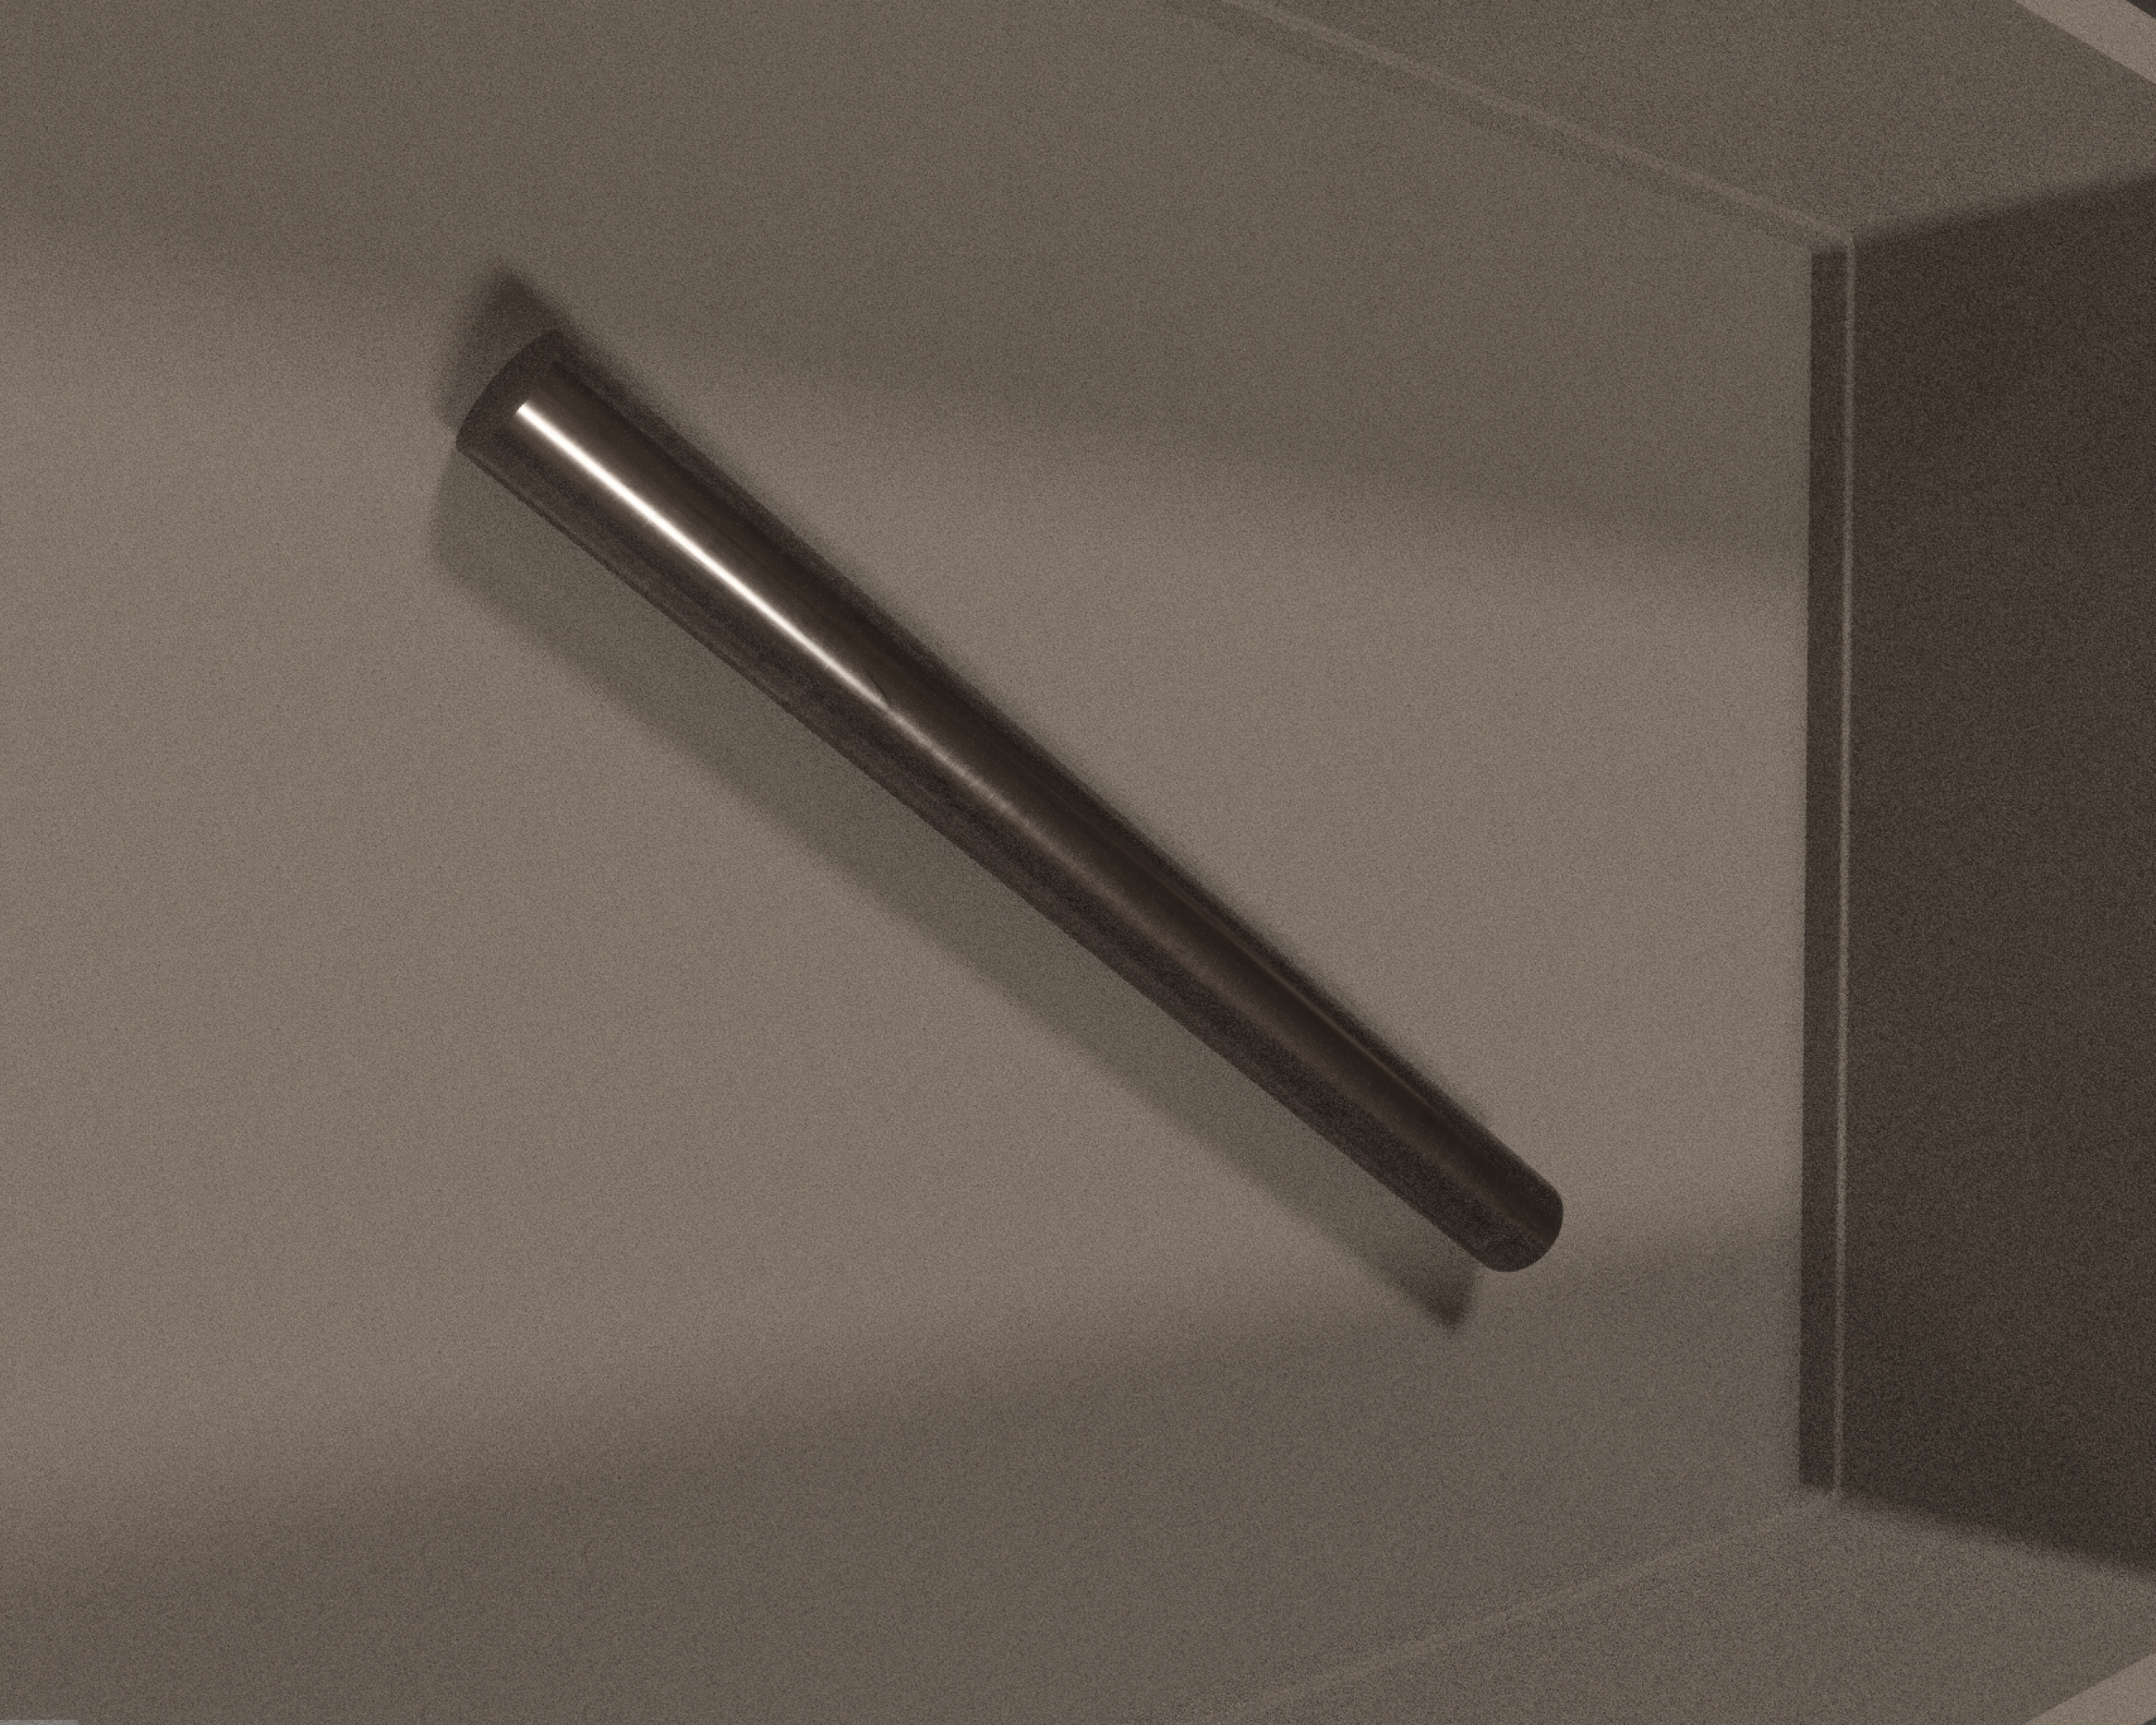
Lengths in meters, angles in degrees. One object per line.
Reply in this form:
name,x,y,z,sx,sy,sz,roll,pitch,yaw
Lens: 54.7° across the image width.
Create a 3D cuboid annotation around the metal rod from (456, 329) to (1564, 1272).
metal rod,0.007,0.005,0.412,0.301,0.025,0.025,40,66,-33
